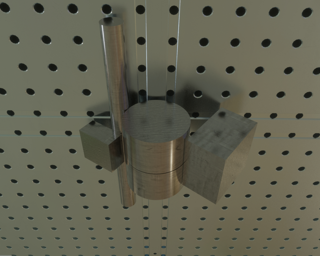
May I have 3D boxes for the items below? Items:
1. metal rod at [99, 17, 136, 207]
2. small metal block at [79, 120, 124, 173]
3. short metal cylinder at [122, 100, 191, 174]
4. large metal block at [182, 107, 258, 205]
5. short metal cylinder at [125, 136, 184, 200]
[{"bbox_3d":[-0.050,0.006,0.410,0.025,0.025,0.298,0,130,0],"label":"metal rod"},{"bbox_3d":[-0.077,0.024,0.412,0.050,0.025,0.050,24,135,25],"label":"small metal block"},{"bbox_3d":[-0.005,0.009,0.378,0.081,0.080,0.050,0,130,-1],"label":"short metal cylinder"},{"bbox_3d":[0.074,0.034,0.390,0.050,0.080,0.079,27,137,27],"label":"large metal block"},{"bbox_3d":[-0.005,0.048,0.411,0.081,0.080,0.050,0,130,-1],"label":"short metal cylinder"}]
